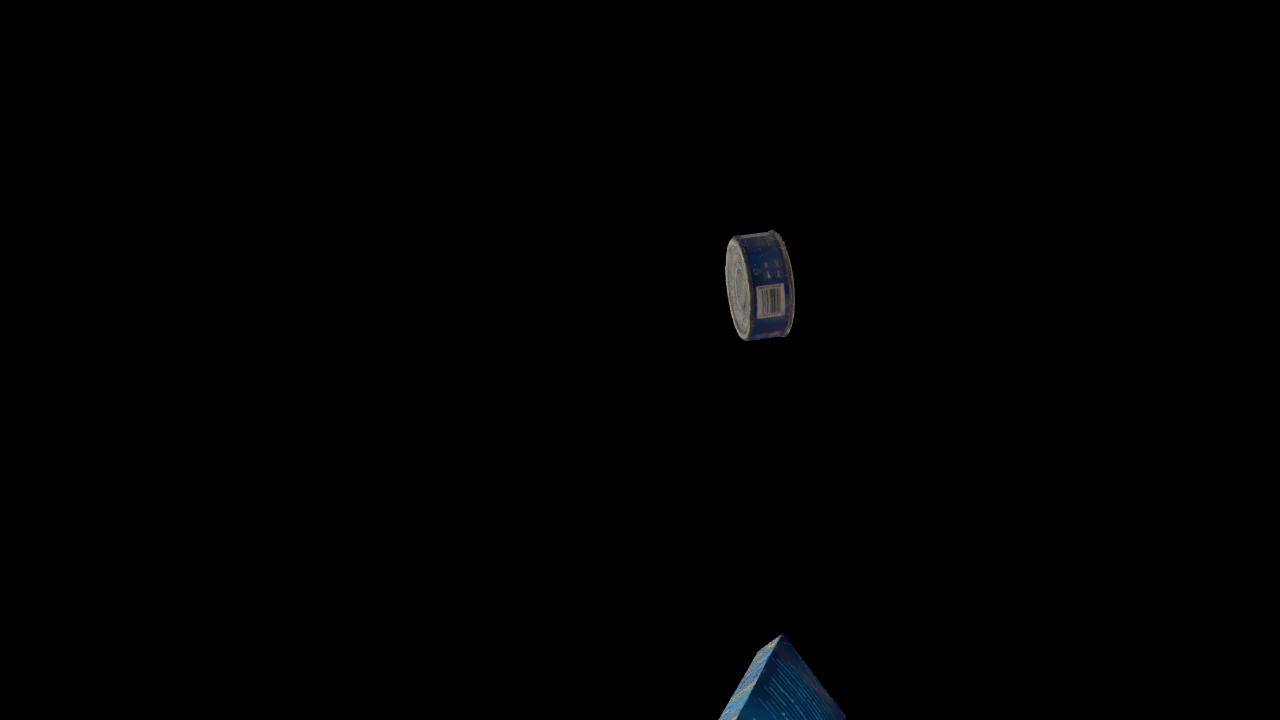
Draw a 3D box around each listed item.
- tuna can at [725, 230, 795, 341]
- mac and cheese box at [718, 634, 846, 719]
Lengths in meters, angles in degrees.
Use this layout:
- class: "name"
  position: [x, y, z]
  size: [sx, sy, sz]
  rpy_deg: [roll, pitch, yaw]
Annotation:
- class: "tuna can"
  position: [0.092, -0.057, 0.481]
  size: [0.034, 0.084, 0.084]
  rpy_deg: [-8, 0, -3]
- class: "mac and cheese box"
  position: [0.116, 0.311, 0.510]
  size: [0.041, 0.093, 0.184]
  rpy_deg: [-44, -18, 19]
